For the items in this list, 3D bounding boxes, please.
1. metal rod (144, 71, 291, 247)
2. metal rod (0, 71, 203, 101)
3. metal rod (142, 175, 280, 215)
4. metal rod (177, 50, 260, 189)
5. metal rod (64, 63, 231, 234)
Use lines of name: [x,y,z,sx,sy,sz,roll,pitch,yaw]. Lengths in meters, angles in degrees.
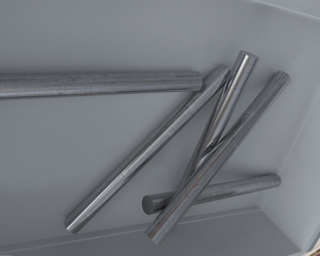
metal rod: [0.087,0.031,0.422,0.301,0.025,0.025,-48,131,-16]
metal rod: [-0.088,-0.046,0.331,0.303,0.025,0.025,-6,121,-26]
metal rod: [0.100,0.100,0.493,0.302,0.025,0.025,1,119,-40]
metal rod: [0.062,0.034,0.444,0.025,0.025,0.298,3,123,-30]
metal rod: [-0.017,0.029,0.417,0.300,0.025,0.025,-45,129,3]
